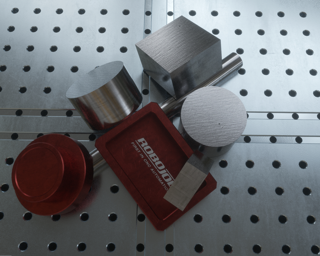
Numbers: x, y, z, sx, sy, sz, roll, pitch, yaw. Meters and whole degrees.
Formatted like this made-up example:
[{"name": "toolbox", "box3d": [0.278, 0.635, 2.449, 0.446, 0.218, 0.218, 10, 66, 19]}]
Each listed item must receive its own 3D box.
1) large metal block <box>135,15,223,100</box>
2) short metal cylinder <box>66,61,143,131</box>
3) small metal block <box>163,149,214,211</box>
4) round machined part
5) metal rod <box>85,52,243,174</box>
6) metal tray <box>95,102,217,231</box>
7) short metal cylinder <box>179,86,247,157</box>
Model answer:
[{"name": "large metal block", "box3d": [0.026, -0.098, 0.422, 0.080, 0.050, 0.080, -35, 54, -12]}, {"name": "short metal cylinder", "box3d": [-0.069, -0.042, 0.391, 0.080, 0.050, 0.080, -21, 31, 14]}, {"name": "small metal block", "box3d": [0.033, 0.057, 0.347, 0.025, 0.050, 0.050, 33, 109, 9]}, {"name": "round machined part", "box3d": [-0.133, 0.054, 0.368, 0.098, 0.042, 0.098, -4, 75, 15]}, {"name": "metal rod", "box3d": [-0.008, -0.012, 0.418, 0.301, 0.025, 0.025, -36, 74, -12]}, {"name": "metal tray", "box3d": [-0.005, 0.045, 0.377, 0.090, 0.030, 0.130, -36, 87, -12]}, {"name": "short metal cylinder", "box3d": [0.066, -0.007, 0.401, 0.081, 0.050, 0.080, 0, 70, 0]}]
